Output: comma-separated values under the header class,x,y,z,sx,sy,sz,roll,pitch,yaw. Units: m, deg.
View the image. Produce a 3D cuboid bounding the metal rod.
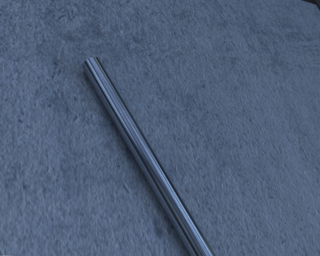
class,x,y,z,sx,sy,sz,roll,pitch,yaw
metal rod,-0.015,0.039,0.373,0.025,0.025,0.299,-22,73,-36
